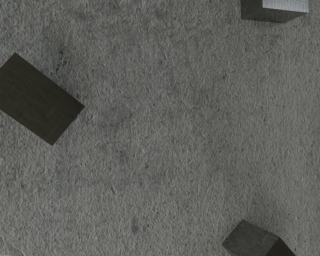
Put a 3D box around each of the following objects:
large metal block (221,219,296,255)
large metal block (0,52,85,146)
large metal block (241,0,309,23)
[{"bbox_3d":[0.147,0.184,0.434,0.050,0.080,0.080,-45,104,-14],"label":"large metal block"},{"bbox_3d":[-0.133,-0.027,0.331,0.080,0.080,0.050,40,78,-16],"label":"large metal block"},{"bbox_3d":[0.167,-0.205,0.457,0.081,0.050,0.079,-2,91,-20],"label":"large metal block"}]
